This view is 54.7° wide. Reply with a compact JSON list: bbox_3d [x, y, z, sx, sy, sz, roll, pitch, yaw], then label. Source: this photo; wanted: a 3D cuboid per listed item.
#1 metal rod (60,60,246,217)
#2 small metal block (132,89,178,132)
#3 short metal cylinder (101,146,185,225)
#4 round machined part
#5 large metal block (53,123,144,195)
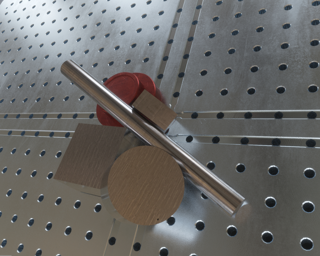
[{"bbox_3d":[-0.026,-0.003,0.381,0.300,0.025,0.025,38,83,25],"label":"metal rod"},{"bbox_3d":[-0.006,-0.019,0.394,0.050,0.050,0.025,38,85,4],"label":"small metal block"},{"bbox_3d":[-0.020,0.063,0.335,0.081,0.050,0.080,6,72,-18],"label":"short metal cylinder"},{"bbox_3d":[-0.051,-0.042,0.448,0.098,0.042,0.098,-13,56,20],"label":"round machined part"},{"bbox_3d":[-0.076,0.043,0.401,0.080,0.050,0.080,5,64,30],"label":"large metal block"}]
